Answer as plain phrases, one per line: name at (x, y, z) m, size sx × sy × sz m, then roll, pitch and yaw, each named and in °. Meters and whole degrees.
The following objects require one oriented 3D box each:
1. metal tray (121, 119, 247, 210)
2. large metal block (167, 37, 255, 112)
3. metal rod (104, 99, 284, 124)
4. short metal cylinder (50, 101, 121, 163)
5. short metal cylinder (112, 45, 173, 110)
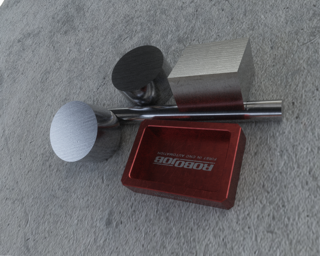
metal tray at (0.027, 0.038, 0.364) m, size 0.130 × 0.030 × 0.090 m, roll 4°, pitch 63°, yaw 29°
large metal block at (0.066, -0.065, 0.379) m, size 0.080 × 0.050 × 0.080 m, roll -1°, pitch 40°, yaw 28°
metal rod at (0.004, -0.019, 0.416) m, size 0.300 × 0.025 × 0.025 m, roll -1°, pitch 62°, yaw 27°
short metal cylinder at (-0.101, 0.007, 0.423) m, size 0.080 × 0.050 × 0.080 m, roll -4°, pitch 80°, yaw 27°
short metal cylinder at (-0.021, -0.071, 0.444) m, size 0.080 × 0.050 × 0.080 m, roll -13°, pitch 56°, yaw 20°
